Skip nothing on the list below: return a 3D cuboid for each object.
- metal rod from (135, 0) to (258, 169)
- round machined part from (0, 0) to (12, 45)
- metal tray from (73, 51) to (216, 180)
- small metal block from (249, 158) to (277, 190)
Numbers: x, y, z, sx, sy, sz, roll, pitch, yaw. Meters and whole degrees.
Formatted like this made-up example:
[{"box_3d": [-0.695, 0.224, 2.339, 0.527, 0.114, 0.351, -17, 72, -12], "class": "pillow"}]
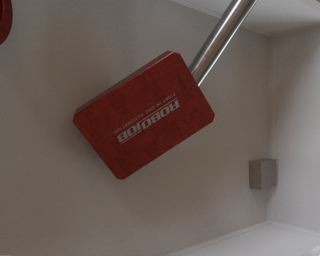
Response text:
[{"box_3d": [0.053, -0.080, 0.368, 0.025, 0.025, 0.299, 28, 99, -37], "class": "metal rod"}, {"box_3d": [-0.166, -0.105, 0.237, 0.098, 0.042, 0.097, -8, 90, -75], "class": "round machined part"}, {"box_3d": [-0.016, -0.014, 0.344, 0.130, 0.030, 0.090, -33, 109, 0], "class": "metal tray"}, {"box_3d": [0.189, 0.084, 0.569, 0.050, 0.025, 0.050, -4, 92, -40], "class": "small metal block"}]
